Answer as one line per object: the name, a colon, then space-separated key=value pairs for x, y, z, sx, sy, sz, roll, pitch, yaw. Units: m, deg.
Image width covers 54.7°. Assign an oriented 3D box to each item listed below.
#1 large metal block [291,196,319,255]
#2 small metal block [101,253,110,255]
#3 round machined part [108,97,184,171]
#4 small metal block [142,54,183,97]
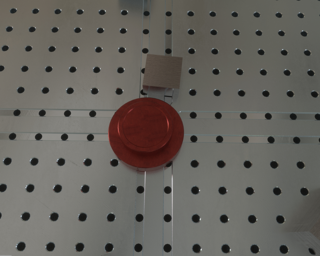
large metal block: x=0.218 y=0.119 z=0.358 sx=0.080 sy=0.050 sz=0.080 roll=43 pitch=75 yaw=13
small metal block: x=-0.077 y=0.162 z=0.338 sx=0.050 sy=0.050 sz=0.025 roll=-26 pitch=73 yaw=-10
round machined part: x=-0.018 y=0.004 z=0.401 sx=0.099 sy=0.042 sz=0.098 roll=0 pitch=70 yaw=0
small metal block: x=0.004 y=-0.075 z=0.439 sx=0.050 sy=0.025 sz=0.050 roll=6 pitch=70 yaw=2
